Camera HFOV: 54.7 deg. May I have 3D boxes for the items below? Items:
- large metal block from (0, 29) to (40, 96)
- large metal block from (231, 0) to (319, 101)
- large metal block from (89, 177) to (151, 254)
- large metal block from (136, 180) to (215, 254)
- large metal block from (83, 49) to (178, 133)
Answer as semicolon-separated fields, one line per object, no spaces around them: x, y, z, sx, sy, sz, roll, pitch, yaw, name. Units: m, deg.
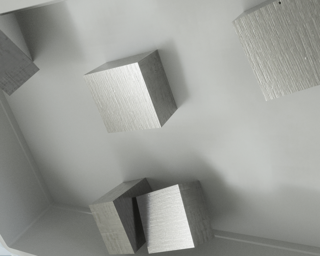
-0.212;-0.096;0.406;0.080;0.050;0.080;50;171;-32;large metal block
0.123;-0.081;0.278;0.080;0.050;0.080;-18;109;35;large metal block
-0.048;0.132;0.470;0.050;0.080;0.080;-18;96;35;large metal block
0.020;0.125;0.437;0.080;0.050;0.080;-25;73;36;large metal block
-0.035;-0.043;0.384;0.080;0.050;0.080;-6;116;31;large metal block
